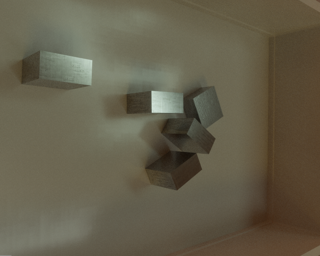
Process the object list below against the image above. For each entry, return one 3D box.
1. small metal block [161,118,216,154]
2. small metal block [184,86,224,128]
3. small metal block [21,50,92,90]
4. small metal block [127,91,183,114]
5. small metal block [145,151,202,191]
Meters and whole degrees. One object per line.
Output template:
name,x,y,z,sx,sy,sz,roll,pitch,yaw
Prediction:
small metal block,0.039,0.011,0.425,0.050,0.050,0.025,41,65,-33
small metal block,0.064,-0.030,0.462,0.050,0.025,0.050,-33,111,-35
small metal block,-0.102,-0.055,0.306,0.050,0.050,0.025,3,89,-40
small metal block,-0.006,-0.031,0.387,0.050,0.050,0.025,-2,91,-40
small metal block,0.018,0.054,0.408,0.050,0.050,0.025,-32,110,-36
